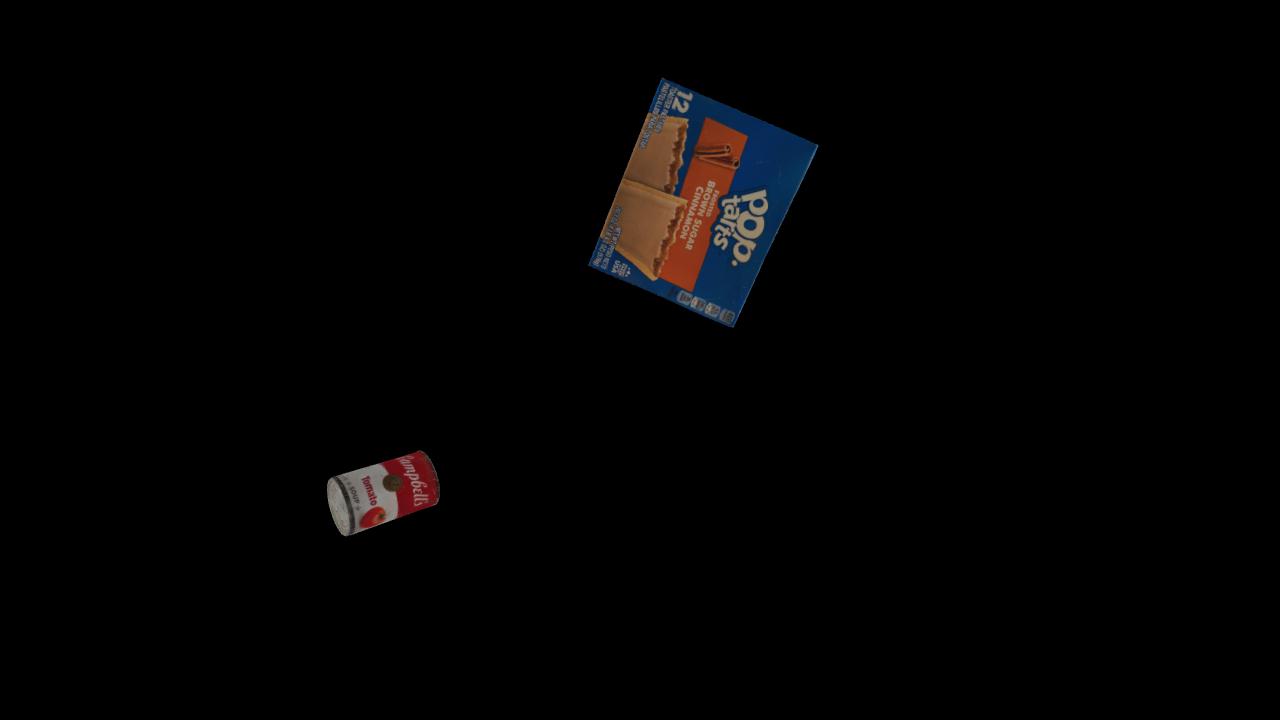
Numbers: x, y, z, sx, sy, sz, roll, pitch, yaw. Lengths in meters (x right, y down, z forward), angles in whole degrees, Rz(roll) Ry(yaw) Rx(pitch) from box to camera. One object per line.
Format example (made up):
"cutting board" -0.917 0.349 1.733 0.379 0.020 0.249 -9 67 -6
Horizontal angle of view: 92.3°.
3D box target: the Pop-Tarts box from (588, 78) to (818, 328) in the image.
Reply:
"Pop-Tarts box" 0.052 -0.135 0.551 0.141 0.167 0.083 24 14 0

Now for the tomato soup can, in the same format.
"tomato soup can" -0.288 0.148 0.691 0.101 0.068 0.068 -14 9 -41
